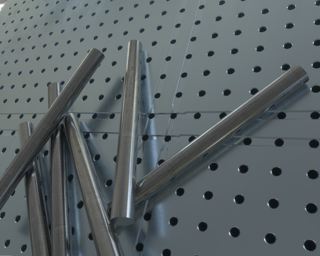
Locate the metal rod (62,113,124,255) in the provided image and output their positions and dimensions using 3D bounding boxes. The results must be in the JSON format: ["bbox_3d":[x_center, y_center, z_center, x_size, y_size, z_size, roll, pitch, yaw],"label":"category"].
[{"bbox_3d":[-0.087,0.072,0.384,0.025,0.025,0.300,-37,43,3],"label":"metal rod"}]

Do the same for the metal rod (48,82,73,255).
[{"bbox_3d":[-0.152,0.043,0.462,0.025,0.025,0.300,-26,52,12],"label":"metal rod"}]

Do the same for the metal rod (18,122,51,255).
[{"bbox_3d":[-0.176,0.103,0.438,0.025,0.025,0.300,-33,51,7],"label":"metal rod"}]

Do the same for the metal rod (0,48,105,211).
[{"bbox_3d":[-0.173,0.004,0.464,0.025,0.025,0.300,19,71,35],"label":"metal rod"}]

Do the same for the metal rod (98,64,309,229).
[{"bbox_3d":[0.045,0.026,0.369,0.300,0.025,0.025,-37,51,3],"label":"metal rod"}]

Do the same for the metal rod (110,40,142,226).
[{"bbox_3d":[-0.041,-0.018,0.422,0.025,0.025,0.300,-16,49,19],"label":"metal rod"}]
